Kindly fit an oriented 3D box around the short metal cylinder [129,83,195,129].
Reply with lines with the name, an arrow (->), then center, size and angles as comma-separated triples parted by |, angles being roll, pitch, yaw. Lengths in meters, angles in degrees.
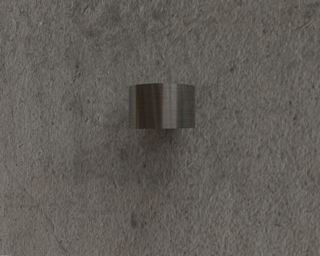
short metal cylinder -> 0.002, -0.024, 0.378 | 0.080, 0.080, 0.050 | 0, 90, 19
